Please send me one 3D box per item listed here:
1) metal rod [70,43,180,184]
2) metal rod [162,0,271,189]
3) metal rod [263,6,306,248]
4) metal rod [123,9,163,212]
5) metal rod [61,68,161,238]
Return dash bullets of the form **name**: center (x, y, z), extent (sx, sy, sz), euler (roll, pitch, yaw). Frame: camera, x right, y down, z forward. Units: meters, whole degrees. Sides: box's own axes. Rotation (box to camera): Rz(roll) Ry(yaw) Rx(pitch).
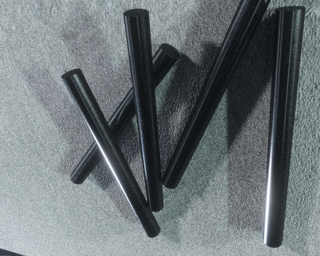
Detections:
- **metal rod**: center (-0.065, 0.000, 0.441), extent (0.025, 0.025, 0.298), euler (41, 129, 0)
- **metal rod**: center (0.056, -0.032, 0.356), extent (0.025, 0.025, 0.298), euler (28, 128, 10)
- **metal rod**: center (0.135, 0.022, 0.349), extent (0.025, 0.025, 0.298), euler (7, 122, 25)
- **metal rod**: center (-0.015, 0.004, 0.394), extent (0.025, 0.025, 0.298), euler (13, 131, 21)
- **metal rod**: center (-0.059, 0.054, 0.446), extent (0.025, 0.025, 0.299), euler (-3, 125, 29)
